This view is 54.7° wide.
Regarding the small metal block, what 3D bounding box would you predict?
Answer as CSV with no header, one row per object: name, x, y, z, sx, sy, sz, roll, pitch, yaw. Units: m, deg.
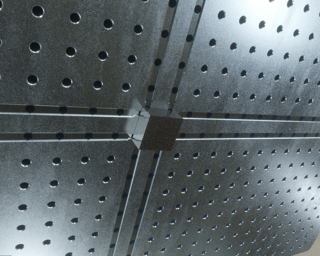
small metal block,-0.003,0.002,0.412,0.050,0.025,0.050,5,116,-31
